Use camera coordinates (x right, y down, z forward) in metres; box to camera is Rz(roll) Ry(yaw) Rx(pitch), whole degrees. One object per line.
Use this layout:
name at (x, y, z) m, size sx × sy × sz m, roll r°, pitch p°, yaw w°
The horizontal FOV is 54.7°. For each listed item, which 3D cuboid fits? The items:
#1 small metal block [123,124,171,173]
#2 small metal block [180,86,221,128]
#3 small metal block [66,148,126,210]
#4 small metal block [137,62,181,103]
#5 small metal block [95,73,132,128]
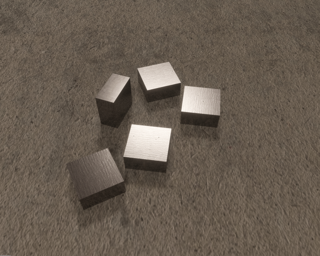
small metal block at (-0.014, 0.025, 0.382) m, size 0.050 × 0.025 × 0.050 m, roll 6°, pitch 50°, yaw 5°
small metal block at (0.056, -0.030, 0.429) m, size 0.050 × 0.025 × 0.050 m, roll 6°, pitch 50°, yaw 5°
small metal block at (-0.073, 0.057, 0.354) m, size 0.050 × 0.025 × 0.050 m, roll -21°, pitch 53°, yaw -17°
small metal block at (-0.002, -0.069, 0.461) m, size 0.050 × 0.025 × 0.050 m, roll -14°, pitch 52°, yaw -12°
small metal block at (-0.060, -0.036, 0.417) m, size 0.025 × 0.050 × 0.050 m, roll 16°, pitch 52°, yaw 12°
